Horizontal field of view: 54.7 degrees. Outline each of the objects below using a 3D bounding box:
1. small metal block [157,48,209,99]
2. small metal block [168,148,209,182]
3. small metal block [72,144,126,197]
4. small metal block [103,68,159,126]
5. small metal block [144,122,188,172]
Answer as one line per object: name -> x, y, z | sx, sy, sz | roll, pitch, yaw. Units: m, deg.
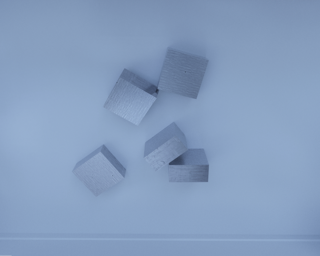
small metal block -> 0.027, -0.069, 0.386 | 0.050, 0.025, 0.050 | 14, 109, -6
small metal block -> 0.037, 0.049, 0.417 | 0.050, 0.050, 0.025 | 0, 110, 0
small metal block -> -0.084, 0.059, 0.432 | 0.050, 0.025, 0.050 | -35, 107, 11
small metal block -> -0.036, -0.038, 0.390 | 0.050, 0.025, 0.050 | 29, 125, -11
small metal block -> 0.007, 0.023, 0.407 | 0.050, 0.050, 0.025 | -36, 106, 12
